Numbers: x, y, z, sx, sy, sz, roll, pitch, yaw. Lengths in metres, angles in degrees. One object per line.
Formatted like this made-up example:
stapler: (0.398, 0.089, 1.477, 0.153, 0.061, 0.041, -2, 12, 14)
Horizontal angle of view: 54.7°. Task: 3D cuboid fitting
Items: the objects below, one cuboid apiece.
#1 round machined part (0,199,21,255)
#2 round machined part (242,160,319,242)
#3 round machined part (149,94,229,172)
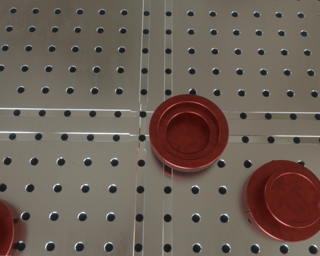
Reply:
round machined part: (-0.218, 0.125, 0.354, 0.099, 0.042, 0.098, 0, 70, -1)
round machined part: (0.154, 0.086, 0.373, 0.099, 0.042, 0.098, 0, 70, -1)
round machined part: (0.036, 0.009, 0.400, 0.099, 0.042, 0.098, 0, 70, -1)
